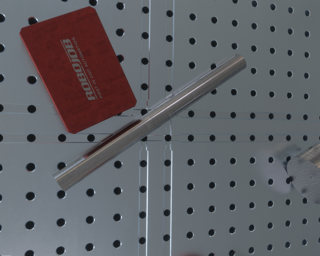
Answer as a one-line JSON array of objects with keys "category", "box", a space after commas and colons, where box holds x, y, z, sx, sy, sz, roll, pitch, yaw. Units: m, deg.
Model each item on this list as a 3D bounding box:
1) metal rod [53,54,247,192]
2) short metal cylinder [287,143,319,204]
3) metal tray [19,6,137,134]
[{"category": "metal rod", "box": [-0.001, -0.016, 0.412, 0.301, 0.025, 0.025, -34, 101, -17]}, {"category": "short metal cylinder", "box": [0.245, 0.069, 0.474, 0.050, 0.080, 0.080, -27, 99, -18]}, {"category": "metal tray", "box": [-0.096, -0.068, 0.374, 0.091, 0.030, 0.129, -27, 99, -18]}]
